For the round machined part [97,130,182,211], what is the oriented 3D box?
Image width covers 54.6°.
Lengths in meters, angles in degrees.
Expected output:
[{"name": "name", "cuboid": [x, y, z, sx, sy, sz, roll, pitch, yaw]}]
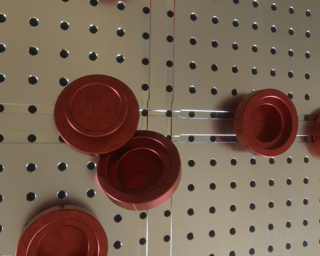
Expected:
[{"name": "round machined part", "cuboid": [-0.023, 0.054, 0.377, 0.098, 0.042, 0.098, -3, 54, 5]}]

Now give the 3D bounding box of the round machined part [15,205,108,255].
[{"name": "round machined part", "cuboid": [-0.113, 0.138, 0.362, 0.099, 0.042, 0.097, 0, 90, -20]}]

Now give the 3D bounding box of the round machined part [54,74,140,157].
[{"name": "round machined part", "cuboid": [-0.073, -0.018, 0.361, 0.099, 0.042, 0.098, 2, 75, -7]}]

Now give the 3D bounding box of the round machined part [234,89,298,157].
[{"name": "round machined part", "cuboid": [0.151, -0.007, 0.459, 0.099, 0.042, 0.097, 0, 90, -20]}]

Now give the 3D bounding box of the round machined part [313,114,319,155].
[{"name": "round machined part", "cuboid": [0.309, 0.011, 0.517, 0.099, 0.042, 0.097, 0, 90, -20]}]
